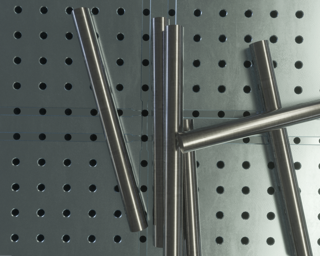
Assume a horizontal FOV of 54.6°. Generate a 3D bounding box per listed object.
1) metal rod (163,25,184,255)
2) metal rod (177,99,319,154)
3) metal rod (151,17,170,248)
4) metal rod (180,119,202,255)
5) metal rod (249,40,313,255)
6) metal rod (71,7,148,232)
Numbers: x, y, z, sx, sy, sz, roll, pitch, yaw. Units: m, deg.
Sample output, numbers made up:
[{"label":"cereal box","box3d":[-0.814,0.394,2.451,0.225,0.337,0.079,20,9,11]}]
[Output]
[{"label":"metal rod","box3d":[0.017,0.022,0.392,0.025,0.025,0.298,0,89,0]},{"label":"metal rod","box3d":[0.169,-0.016,0.390,0.302,0.025,0.025,-13,90,-10]},{"label":"metal rod","box3d":[0.002,0.006,0.413,0.025,0.025,0.298,-1,90,0]},{"label":"metal rod","box3d":[0.042,0.138,0.413,0.025,0.025,0.298,-4,90,0]},{"label":"metal rod","box3d":[0.162,0.033,0.414,0.025,0.025,0.299,-12,90,0]},{"label":"metal rod","box3d":[-0.067,-0.011,0.412,0.025,0.025,0.299,-15,90,0]}]
